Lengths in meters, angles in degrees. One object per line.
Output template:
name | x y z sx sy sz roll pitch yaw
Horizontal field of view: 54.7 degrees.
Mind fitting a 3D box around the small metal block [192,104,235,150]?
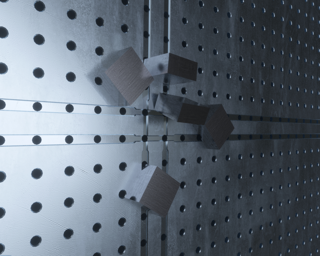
small metal block | 0.085 -0.002 0.483 0.050 0.025 0.050 -49 119 -29

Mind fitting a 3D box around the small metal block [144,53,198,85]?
small metal block | 0.013 -0.076 0.406 0.050 0.050 0.025 8 85 -40

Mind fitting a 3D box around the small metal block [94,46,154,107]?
small metal block | -0.042 -0.062 0.375 0.050 0.025 0.050 -52 121 -28

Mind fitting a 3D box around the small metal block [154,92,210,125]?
small metal block | 0.029 -0.026 0.416 0.050 0.050 0.025 6 106 -40

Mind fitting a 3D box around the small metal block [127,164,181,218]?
small metal block | -0.007 0.082 0.406 0.050 0.025 0.050 41 65 -33
